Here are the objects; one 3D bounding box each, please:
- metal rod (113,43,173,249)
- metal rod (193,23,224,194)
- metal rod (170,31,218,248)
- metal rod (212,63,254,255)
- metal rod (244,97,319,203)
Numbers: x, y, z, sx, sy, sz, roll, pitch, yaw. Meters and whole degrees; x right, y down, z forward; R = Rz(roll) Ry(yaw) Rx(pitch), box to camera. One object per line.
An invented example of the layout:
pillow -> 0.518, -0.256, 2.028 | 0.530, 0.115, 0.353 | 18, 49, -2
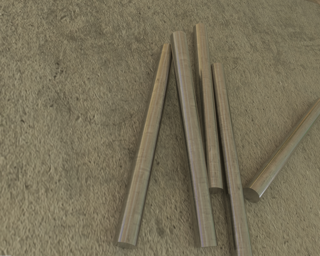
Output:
metal rod -> -0.011, -0.002, 0.398 | 0.025, 0.025, 0.300 | 22, 53, -15
metal rod -> 0.069, -0.048, 0.469 | 0.025, 0.025, 0.299 | 14, 56, -21
metal rod -> 0.040, -0.002, 0.410 | 0.025, 0.025, 0.299 | 6, 64, -25
metal rod -> 0.095, 0.028, 0.437 | 0.025, 0.025, 0.299 | 13, 56, -21
metal rod -> 0.217, 0.021, 0.507 | 0.025, 0.025, 0.302 | 49, 51, 6
